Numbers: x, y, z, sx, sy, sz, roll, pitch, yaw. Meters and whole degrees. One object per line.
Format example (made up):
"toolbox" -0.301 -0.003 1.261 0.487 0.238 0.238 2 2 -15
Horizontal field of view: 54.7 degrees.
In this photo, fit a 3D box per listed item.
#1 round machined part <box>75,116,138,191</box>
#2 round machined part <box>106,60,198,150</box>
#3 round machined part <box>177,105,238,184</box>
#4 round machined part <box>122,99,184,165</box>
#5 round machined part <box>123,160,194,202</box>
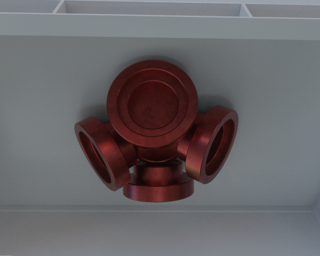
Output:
"round machined part" -0.065 0.028 0.394 0.042 0.098 0.097 -31 135 -24
"round machined part" -0.007 -0.024 0.351 0.099 0.098 0.042 -3 168 2
"round machined part" 0.057 0.017 0.388 0.042 0.099 0.097 23 137 28
"round machined part" -0.004 0.010 0.404 0.099 0.042 0.097 -1 130 0
"round machined part" -0.003 0.067 0.428 0.099 0.098 0.042 -1 94 0
